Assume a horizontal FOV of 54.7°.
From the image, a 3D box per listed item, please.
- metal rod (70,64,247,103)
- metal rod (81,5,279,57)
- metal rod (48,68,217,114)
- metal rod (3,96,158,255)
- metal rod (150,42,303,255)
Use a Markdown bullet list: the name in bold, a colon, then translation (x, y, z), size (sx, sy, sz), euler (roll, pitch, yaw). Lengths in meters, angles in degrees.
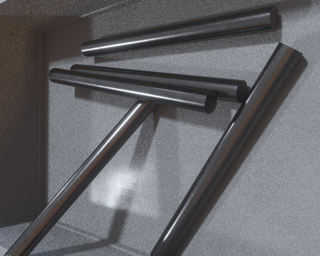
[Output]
- **metal rod**: translation (-0.026, -0.067, 0.426), size (0.300, 0.025, 0.025), euler (14, 99, 38)
- **metal rod**: translation (-0.001, -0.119, 0.405), size (0.300, 0.025, 0.025), euler (4, 93, 39)
- **metal rod**: translation (-0.060, -0.058, 0.425), size (0.300, 0.025, 0.025), euler (15, 99, 38)
- **metal rod**: translation (-0.110, 0.074, 0.413), size (0.025, 0.025, 0.300), euler (40, 88, 32)
- **metal rod**: translation (0.063, 0.046, 0.353), size (0.025, 0.025, 0.298), euler (41, 114, 32)
